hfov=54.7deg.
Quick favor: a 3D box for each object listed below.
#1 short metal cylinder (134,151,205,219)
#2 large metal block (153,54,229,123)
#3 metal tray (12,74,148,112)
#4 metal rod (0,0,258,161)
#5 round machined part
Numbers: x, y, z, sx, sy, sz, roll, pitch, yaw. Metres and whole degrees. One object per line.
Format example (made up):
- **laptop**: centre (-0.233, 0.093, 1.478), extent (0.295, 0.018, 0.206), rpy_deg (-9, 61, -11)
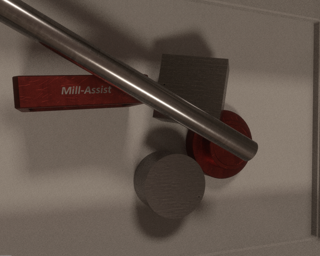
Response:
- **short metal cylinder**: centre (0.011, 0.071, 0.403), extent (0.081, 0.050, 0.079), rpy_deg (0, 90, -21)
- **large metal block**: centre (0.042, -0.045, 0.394), extent (0.080, 0.050, 0.080), rpy_deg (8, 87, 14)
- **metal tray**: centre (-0.087, -0.037, 0.344), extent (0.131, 0.090, 0.030), rpy_deg (-4, 92, -20)
- **metal rod**: centre (-0.023, -0.042, 0.305), extent (0.301, 0.025, 0.025), rpy_deg (29, 81, -18)
- **round machined part**: centre (0.090, 0.023, 0.436), extent (0.099, 0.042, 0.097), rpy_deg (0, 90, -21)
